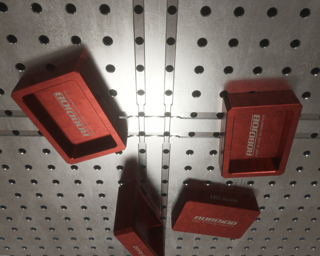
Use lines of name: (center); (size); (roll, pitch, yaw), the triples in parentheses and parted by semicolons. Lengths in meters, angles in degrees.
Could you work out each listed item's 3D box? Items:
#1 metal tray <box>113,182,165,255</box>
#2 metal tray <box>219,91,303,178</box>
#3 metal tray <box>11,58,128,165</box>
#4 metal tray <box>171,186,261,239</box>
metal tray: (-0.029, 0.163, 0.507); (0.030, 0.090, 0.130); (-17, 128, 13)
metal tray: (0.130, 0.013, 0.421); (0.091, 0.030, 0.129); (-4, 130, 2)
metal tray: (-0.108, -0.015, 0.393); (0.090, 0.030, 0.130); (-16, 129, 13)
metal tray: (0.094, 0.149, 0.537); (0.131, 0.030, 0.089); (11, 129, -10)
